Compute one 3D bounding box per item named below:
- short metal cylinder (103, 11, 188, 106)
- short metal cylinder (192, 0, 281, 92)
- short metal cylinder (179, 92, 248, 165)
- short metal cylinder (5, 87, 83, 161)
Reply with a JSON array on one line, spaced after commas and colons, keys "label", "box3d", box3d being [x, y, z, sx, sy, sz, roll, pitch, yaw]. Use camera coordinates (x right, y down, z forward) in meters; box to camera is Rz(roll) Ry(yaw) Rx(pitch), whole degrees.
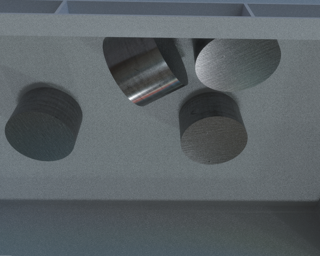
[{"label": "short metal cylinder", "box3d": [-0.013, -0.068, 0.314, 0.050, 0.080, 0.080, -25, 126, 19]}, {"label": "short metal cylinder", "box3d": [0.074, -0.082, 0.311, 0.081, 0.050, 0.080, -1, 145, 0]}, {"label": "short metal cylinder", "box3d": [0.065, 0.001, 0.394, 0.081, 0.050, 0.079, 0, 130, 0]}, {"label": "short metal cylinder", "box3d": [-0.142, -0.004, 0.388, 0.081, 0.050, 0.079, 0, 130, 0]}]
